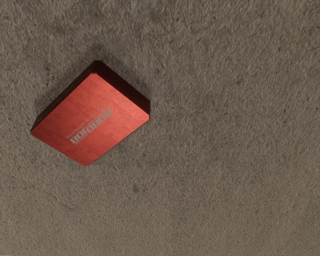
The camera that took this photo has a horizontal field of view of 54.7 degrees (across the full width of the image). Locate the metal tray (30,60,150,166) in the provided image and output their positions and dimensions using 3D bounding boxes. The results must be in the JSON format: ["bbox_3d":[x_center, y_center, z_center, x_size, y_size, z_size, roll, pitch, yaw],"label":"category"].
[{"bbox_3d":[-0.087,-0.013,0.392,0.130,0.030,0.090,-36,122,26],"label":"metal tray"}]
